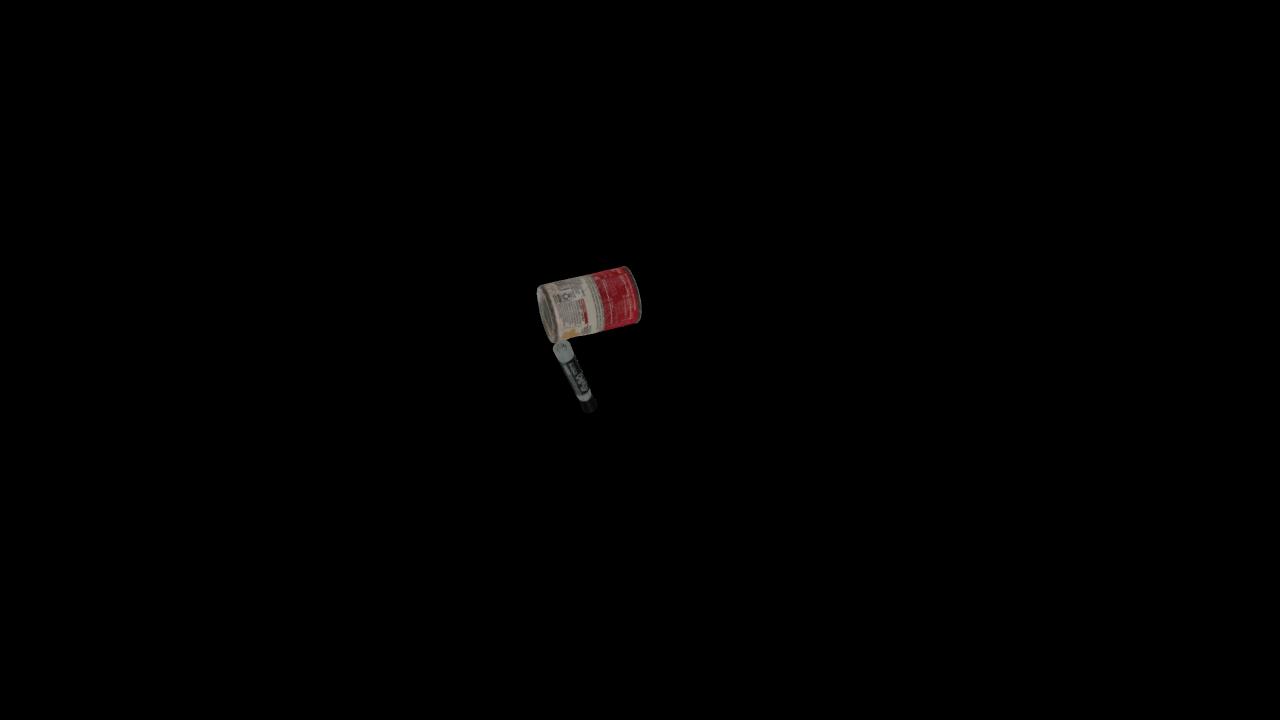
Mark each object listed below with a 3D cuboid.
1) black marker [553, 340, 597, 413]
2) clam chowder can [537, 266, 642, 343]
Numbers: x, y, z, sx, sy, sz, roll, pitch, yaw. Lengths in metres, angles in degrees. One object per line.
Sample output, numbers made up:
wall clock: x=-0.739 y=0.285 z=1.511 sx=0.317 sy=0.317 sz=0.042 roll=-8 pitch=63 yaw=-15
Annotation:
black marker: x=-0.068 y=0.022 z=0.671 sx=0.020 sy=0.020 sz=0.121 roll=0 pitch=-36 yaw=14
clam chowder can: x=-0.058 y=-0.062 z=0.690 sx=0.102 sy=0.068 sz=0.068 roll=-15 pitch=5 yaw=-18
